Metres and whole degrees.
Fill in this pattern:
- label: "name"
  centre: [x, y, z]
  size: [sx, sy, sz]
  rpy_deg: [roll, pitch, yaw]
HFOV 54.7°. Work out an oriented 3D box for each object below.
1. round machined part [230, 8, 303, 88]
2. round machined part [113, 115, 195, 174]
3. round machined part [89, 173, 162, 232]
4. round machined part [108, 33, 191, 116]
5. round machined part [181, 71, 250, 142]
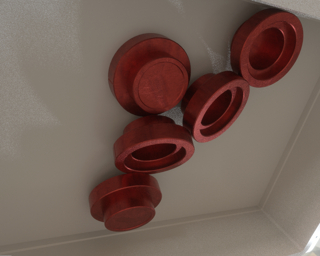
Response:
- label: "round machined part"
  centre: [0.132, -0.106, 0.403]
  size: [0.099, 0.042, 0.097]
  rpy_deg: [-15, 127, -20]
- label: "round machined part"
  centre: [-0.010, 0.019, 0.386]
  size: [0.099, 0.042, 0.098]
  rpy_deg: [-9, 150, -5]
- label: "round machined part"
  centre: [-0.044, 0.106, 0.420]
  size: [0.099, 0.042, 0.097]
  rpy_deg: [-13, 141, -10]
- label: "round machined part"
  centre: [-0.007, -0.056, 0.359]
  size: [0.099, 0.042, 0.097]
  rpy_deg: [-14, 124, -21]
- label: "round machined part"
  centre: [0.066, -0.032, 0.402]
  size: [0.099, 0.042, 0.097]
  rpy_deg: [-30, 145, -24]
